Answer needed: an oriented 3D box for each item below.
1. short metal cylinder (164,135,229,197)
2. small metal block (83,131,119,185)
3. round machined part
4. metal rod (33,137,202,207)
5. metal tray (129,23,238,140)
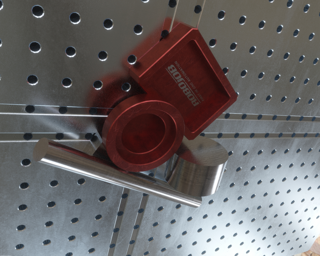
[{"bbox_3d":[0.050,0.050,0.434,0.081,0.080,0.050,-4,120,-27],"label":"short metal cylinder"},{"bbox_3d":[-0.072,0.039,0.398,0.050,0.025,0.050,32,100,-39],"label":"small metal block"},{"bbox_3d":[-0.023,0.002,0.380,0.099,0.042,0.097,-13,123,-20],"label":"round machined part"},{"bbox_3d":[-0.029,0.072,0.415,0.025,0.025,0.301,-51,138,8],"label":"metal rod"},{"bbox_3d":[0.035,-0.054,0.394,0.090,0.030,0.130,-43,129,0],"label":"metal tray"}]
